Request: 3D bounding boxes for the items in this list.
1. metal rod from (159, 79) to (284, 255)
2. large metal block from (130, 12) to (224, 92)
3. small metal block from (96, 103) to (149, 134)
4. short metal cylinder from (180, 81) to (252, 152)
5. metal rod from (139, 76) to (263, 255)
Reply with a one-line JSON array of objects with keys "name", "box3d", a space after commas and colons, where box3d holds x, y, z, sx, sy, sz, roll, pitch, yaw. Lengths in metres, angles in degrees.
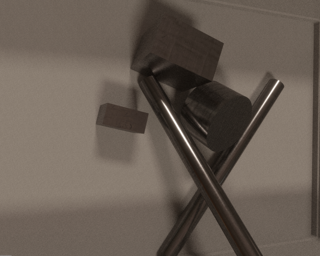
[{"name": "metal rod", "box3d": [0.094, 0.051, 0.447, 0.025, 0.025, 0.300, 39, 77, -16]}, {"name": "large metal block", "box3d": [0.018, -0.089, 0.388, 0.080, 0.080, 0.050, 21, 80, -19]}, {"name": "small metal block", "box3d": [-0.048, -0.011, 0.380, 0.050, 0.050, 0.025, 14, 86, -20]}, {"name": "short metal cylinder", "box3d": [0.074, -0.016, 0.406, 0.081, 0.050, 0.079, -24, 132, -29]}, {"name": "metal rod", "box3d": [0.055, 0.064, 0.367, 0.025, 0.025, 0.299, -24, 74, -19]}]
